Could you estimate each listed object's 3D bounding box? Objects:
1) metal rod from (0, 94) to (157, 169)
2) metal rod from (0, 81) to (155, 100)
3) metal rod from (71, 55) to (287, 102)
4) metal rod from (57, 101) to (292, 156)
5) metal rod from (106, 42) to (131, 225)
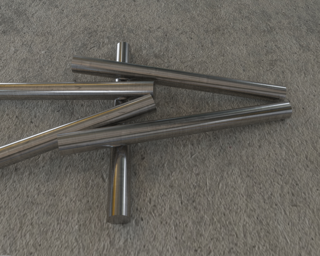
[{"bbox_3d":[-0.148,0.021,0.367,0.302,0.025,0.025,-21,53,-10],"label":"metal rod"},{"bbox_3d":[-0.157,-0.051,0.427,0.302,0.025,0.025,1,50,7],"label":"metal rod"},{"bbox_3d":[0.028,-0.070,0.442,0.302,0.025,0.025,8,50,-2],"label":"metal rod"},{"bbox_3d":[0.031,-0.003,0.387,0.302,0.025,0.025,-9,50,-16],"label":"metal rod"},{"bbox_3d":[-0.052,-0.019,0.419,0.025,0.025,0.300,-2,50,-2],"label":"metal rod"}]
